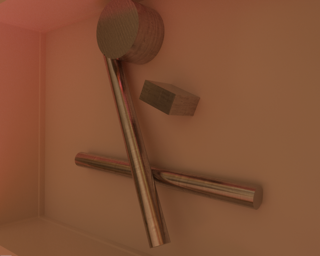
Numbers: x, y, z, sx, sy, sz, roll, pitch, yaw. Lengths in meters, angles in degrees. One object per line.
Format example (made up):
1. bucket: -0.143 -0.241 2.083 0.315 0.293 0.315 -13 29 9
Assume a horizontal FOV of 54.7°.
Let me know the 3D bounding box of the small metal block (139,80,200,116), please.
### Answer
1. small metal block: 0.012 -0.036 0.379 0.050 0.050 0.025 31 109 35

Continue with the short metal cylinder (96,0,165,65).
1. short metal cylinder: -0.041 -0.130 0.422 0.080 0.050 0.079 0 90 39

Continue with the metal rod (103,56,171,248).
1. metal rod: -0.039 0.003 0.413 0.025 0.025 0.299 -33 63 35

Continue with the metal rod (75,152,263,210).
1. metal rod: -0.014 0.062 0.416 0.300 0.025 0.025 5 93 39
